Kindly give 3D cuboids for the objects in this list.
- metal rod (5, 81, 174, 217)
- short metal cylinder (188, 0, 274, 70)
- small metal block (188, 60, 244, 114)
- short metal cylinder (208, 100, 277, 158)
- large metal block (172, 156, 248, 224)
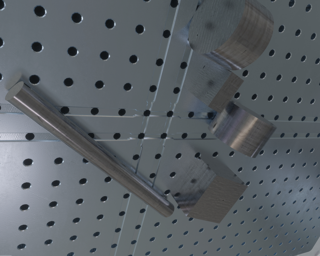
[{"bbox_3d":[-0.066,0.048,0.404,0.025,0.025,0.300,-42,130,1],"label":"metal rod"},{"bbox_3d":[0.078,-0.112,0.349,0.050,0.080,0.080,19,109,-36],"label":"short metal cylinder"},{"bbox_3d":[0.071,-0.054,0.400,0.025,0.050,0.050,25,105,-37],"label":"small metal block"},{"bbox_3d":[0.116,-0.001,0.438,0.080,0.080,0.050,19,108,-36],"label":"short metal cylinder"},{"bbox_3d":[0.081,0.102,0.503,0.080,0.050,0.080,24,105,-37],"label":"large metal block"}]
